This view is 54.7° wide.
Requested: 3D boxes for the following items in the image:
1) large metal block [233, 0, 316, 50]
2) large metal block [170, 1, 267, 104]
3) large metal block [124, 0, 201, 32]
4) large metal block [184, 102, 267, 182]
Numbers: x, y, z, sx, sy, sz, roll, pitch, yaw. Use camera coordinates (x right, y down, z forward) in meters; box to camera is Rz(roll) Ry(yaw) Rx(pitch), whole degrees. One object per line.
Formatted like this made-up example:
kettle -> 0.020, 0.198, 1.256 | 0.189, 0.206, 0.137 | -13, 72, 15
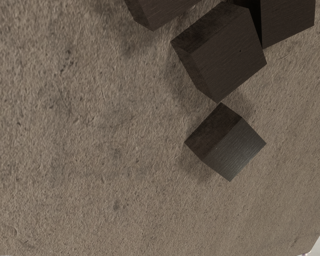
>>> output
large metal block -> 0.137, -0.153, 0.373 | 0.080, 0.050, 0.080 | -27, 128, -12
large metal block -> 0.072, -0.091, 0.376 | 0.080, 0.050, 0.080 | -39, 130, -2
large metal block -> 0.000, -0.154, 0.297 | 0.080, 0.050, 0.080 | -35, 129, -6
large metal block -> 0.097, 0.022, 0.460 | 0.080, 0.050, 0.080 | -48, 129, 5
